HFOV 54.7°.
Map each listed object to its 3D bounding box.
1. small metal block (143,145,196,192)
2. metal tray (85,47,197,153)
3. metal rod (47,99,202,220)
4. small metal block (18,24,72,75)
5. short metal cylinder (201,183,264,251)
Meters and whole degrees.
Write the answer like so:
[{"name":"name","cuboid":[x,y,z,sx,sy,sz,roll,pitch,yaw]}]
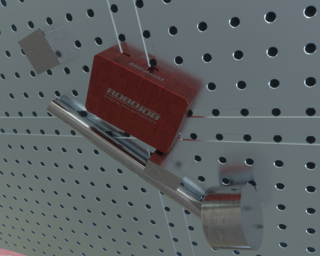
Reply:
[{"name":"small metal block","cuboid":[0.013,0.049,0.417,0.050,0.050,0.025,30,128,9]},{"name":"metal tray","cuboid":[-0.029,-0.035,0.400,0.130,0.030,0.089,28,128,9]},{"name":"metal rod","cuboid":[-0.040,0.050,0.461,0.301,0.025,0.025,34,129,5]},{"name":"small metal block","cuboid":[-0.158,-0.107,0.426,0.050,0.025,0.050,-15,111,33]},{"name":"short metal cylinder","cuboid":[0.094,0.113,0.395,0.050,0.080,0.080,-12,112,33]}]
